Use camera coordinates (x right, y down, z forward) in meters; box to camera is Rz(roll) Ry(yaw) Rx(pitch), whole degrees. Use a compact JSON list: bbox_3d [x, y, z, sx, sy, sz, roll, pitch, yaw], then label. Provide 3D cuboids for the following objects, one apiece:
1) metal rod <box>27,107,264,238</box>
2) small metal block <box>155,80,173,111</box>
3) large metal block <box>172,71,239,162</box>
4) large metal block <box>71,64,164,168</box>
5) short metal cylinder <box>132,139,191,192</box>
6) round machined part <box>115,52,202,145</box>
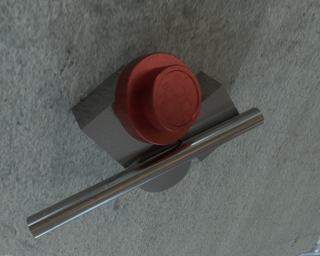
[{"bbox_3d":[-0.005,0.046,0.370,0.302,0.025,0.025,-25,128,-13],"label":"metal rod"},{"bbox_3d":[0.011,-0.054,0.381,0.050,0.025,0.050,-40,130,-1],"label":"small metal block"},{"bbox_3d":[0.055,-0.015,0.415,0.080,0.050,0.080,-41,130,0],"label":"large metal block"},{"bbox_3d":[-0.041,-0.012,0.362,0.080,0.050,0.080,-41,130,-1],"label":"large metal block"},{"bbox_3d":[-0.005,0.039,0.414,0.081,0.050,0.079,-14,125,-21],"label":"short metal cylinder"},{"bbox_3d":[0.006,-0.030,0.326,0.099,0.042,0.097,-3,94,-40],"label":"round machined part"}]
